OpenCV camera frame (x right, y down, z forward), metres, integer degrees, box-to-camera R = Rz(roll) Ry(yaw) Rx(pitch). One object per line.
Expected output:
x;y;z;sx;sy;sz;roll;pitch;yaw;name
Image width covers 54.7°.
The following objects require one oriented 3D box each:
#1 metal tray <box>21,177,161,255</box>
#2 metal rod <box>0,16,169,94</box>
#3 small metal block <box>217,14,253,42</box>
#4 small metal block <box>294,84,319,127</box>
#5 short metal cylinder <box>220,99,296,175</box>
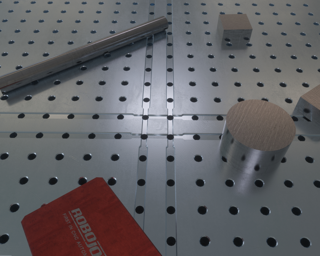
-0.065;0.110;0.288;0.091;0.030;0.130;-28;39;-22;metal tray
-0.115;-0.128;0.513;0.302;0.025;0.025;-28;56;-22;metal rod
0.134;-0.182;0.561;0.050;0.025;0.050;-2;50;-2;small metal block
0.230;-0.031;0.435;0.050;0.025;0.050;-29;56;-22;small metal block
0.118;0.010;0.383;0.080;0.050;0.080;0;50;0;short metal cylinder
